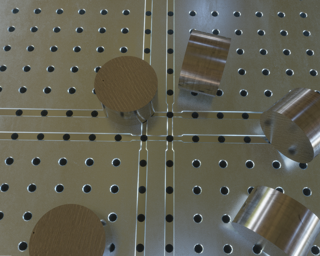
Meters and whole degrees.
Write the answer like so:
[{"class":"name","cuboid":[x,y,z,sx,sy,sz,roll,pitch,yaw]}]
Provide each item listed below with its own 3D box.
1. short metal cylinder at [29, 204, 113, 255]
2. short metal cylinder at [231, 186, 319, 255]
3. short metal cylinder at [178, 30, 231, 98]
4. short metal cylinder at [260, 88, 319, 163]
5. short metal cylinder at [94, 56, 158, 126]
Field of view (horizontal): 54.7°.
[{"class":"short metal cylinder","cuboid":[-0.098,0.129,0.350,0.081,0.050,0.080,0,70,0]},{"class":"short metal cylinder","cuboid":[0.128,0.109,0.344,0.080,0.080,0.050,35,74,12]},{"class":"short metal cylinder","cuboid":[0.059,-0.086,0.414,0.050,0.080,0.080,15,71,5]},{"class":"short metal cylinder","cuboid":[0.173,-0.003,0.385,0.050,0.080,0.080,-37,74,-12]},{"class":"short metal cylinder","cuboid":[-0.043,-0.049,0.416,0.081,0.050,0.080,0,70,0]}]
